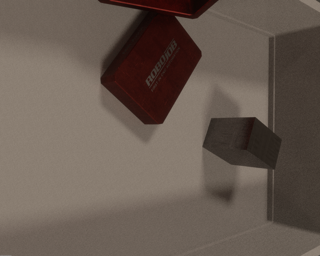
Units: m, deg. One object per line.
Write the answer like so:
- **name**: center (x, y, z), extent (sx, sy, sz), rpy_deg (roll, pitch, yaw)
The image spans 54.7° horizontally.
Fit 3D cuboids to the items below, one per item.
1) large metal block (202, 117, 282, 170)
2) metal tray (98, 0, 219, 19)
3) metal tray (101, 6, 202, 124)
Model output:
- **large metal block**: center (0.128, 0.024, 0.481), extent (0.080, 0.080, 0.050), rpy_deg (31, 71, -36)
- **metal tray**: center (0.005, -0.162, 0.338), extent (0.131, 0.090, 0.030), rpy_deg (1, 83, -24)
- **metal tray**: center (-0.005, -0.080, 0.401), extent (0.090, 0.030, 0.130), rpy_deg (45, 63, -31)
